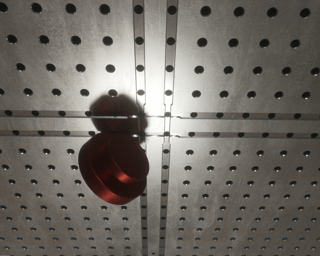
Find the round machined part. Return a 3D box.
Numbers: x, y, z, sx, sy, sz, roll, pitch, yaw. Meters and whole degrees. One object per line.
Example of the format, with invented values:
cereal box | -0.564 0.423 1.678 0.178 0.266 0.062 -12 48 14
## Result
round machined part | -0.052 0.046 0.402 0.098 0.098 0.042 37 121 -27
